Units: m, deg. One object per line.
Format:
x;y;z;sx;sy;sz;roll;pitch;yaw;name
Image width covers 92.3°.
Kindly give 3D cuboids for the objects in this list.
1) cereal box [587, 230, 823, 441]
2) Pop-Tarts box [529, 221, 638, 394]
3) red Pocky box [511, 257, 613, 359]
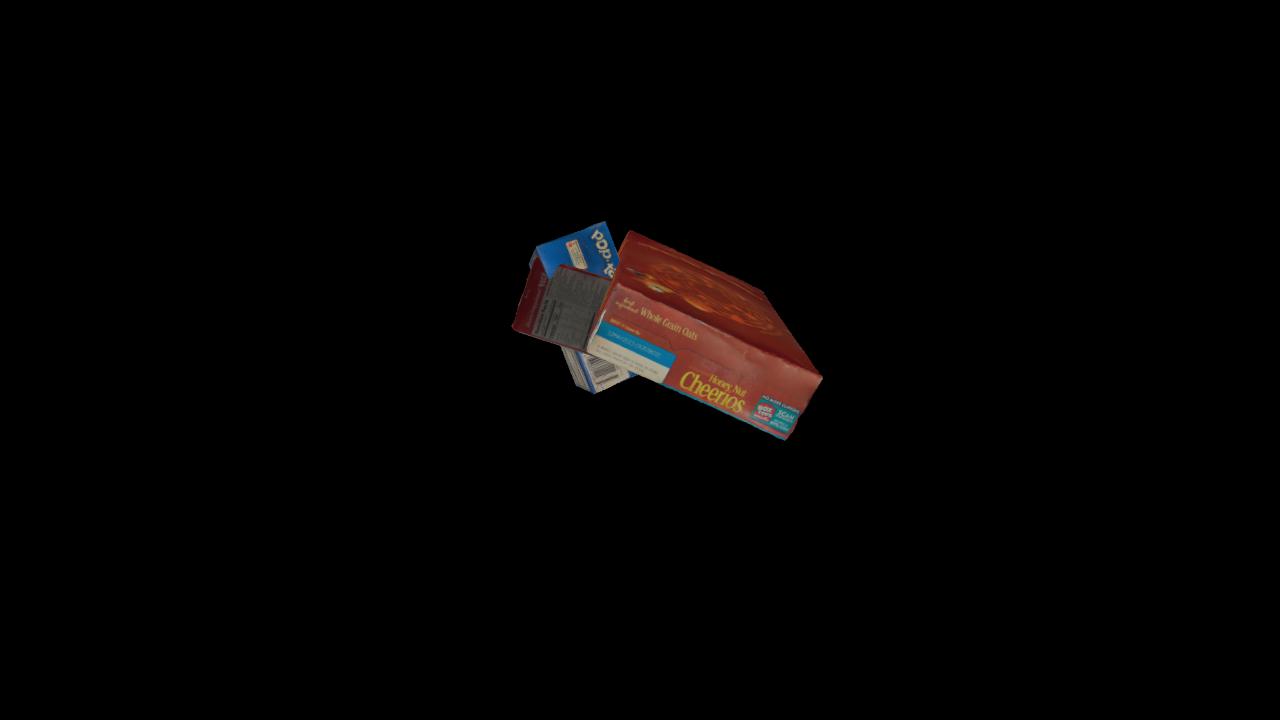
0.058;-0.046;0.670;0.203;0.081;0.306;23;20;-8;cereal box
-0.058;-0.056;0.710;0.083;0.167;0.141;-22;6;-12;Pop-Tarts box
-0.047;-0.046;0.634;0.155;0.083;0.028;18;0;10;red Pocky box
